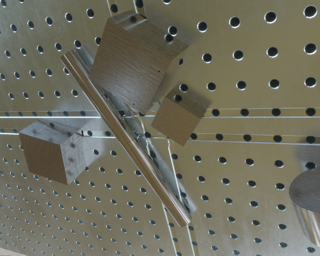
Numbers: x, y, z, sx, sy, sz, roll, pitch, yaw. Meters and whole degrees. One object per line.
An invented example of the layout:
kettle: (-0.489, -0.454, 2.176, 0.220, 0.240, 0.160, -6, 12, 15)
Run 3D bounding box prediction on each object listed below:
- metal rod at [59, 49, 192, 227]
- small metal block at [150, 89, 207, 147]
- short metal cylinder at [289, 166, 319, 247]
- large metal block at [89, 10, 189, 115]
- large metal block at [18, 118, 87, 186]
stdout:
metal rod: (-0.043, 0.023, 0.445, 0.025, 0.025, 0.299, -24, 106, 36)
small metal block: (0.023, -0.013, 0.390, 0.050, 0.025, 0.050, 32, 128, 6)
short metal cylinder: (0.186, 0.081, 0.328, 0.080, 0.080, 0.050, -13, 112, 33)
large metal block: (-0.026, -0.076, 0.360, 0.080, 0.050, 0.079, 34, 129, 5)
large metal block: (-0.173, 0.037, 0.507, 0.080, 0.050, 0.079, 14, 124, 20)
